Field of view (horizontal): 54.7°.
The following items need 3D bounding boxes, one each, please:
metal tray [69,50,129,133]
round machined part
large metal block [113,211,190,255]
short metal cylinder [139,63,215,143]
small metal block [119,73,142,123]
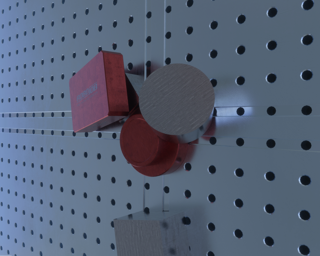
[{"bbox_3d":[-0.095,-0.048,0.460,0.130,0.030,0.090,-18,76,52],"label":"metal tray"},{"bbox_3d":[-0.015,0.016,0.409,0.098,0.042,0.097,0,90,39],"label":"round machined part"},{"bbox_3d":[-0.010,0.153,0.399,0.080,0.050,0.080,-13,82,39],"label":"large metal block"},{"bbox_3d":[0.021,-0.026,0.351,0.080,0.050,0.080,-2,76,7],"label":"short metal cylinder"},{"bbox_3d":[-0.045,-0.042,0.444,0.050,0.025,0.050,-44,64,31],"label":"small metal block"}]
